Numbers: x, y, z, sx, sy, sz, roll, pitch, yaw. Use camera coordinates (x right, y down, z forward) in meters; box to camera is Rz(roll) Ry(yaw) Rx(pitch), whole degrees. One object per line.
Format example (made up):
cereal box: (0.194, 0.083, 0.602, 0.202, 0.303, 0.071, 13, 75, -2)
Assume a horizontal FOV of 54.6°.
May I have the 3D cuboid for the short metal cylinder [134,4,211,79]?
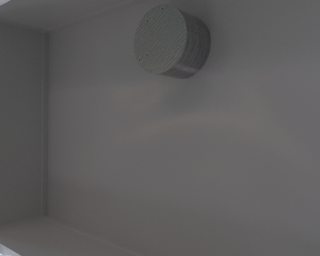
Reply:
short metal cylinder: (0.014, -0.103, 0.380, 0.080, 0.050, 0.080, 0, 90, 40)
